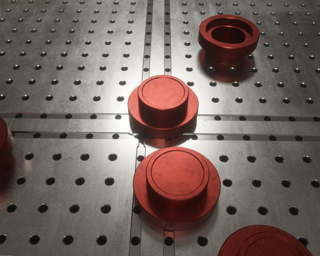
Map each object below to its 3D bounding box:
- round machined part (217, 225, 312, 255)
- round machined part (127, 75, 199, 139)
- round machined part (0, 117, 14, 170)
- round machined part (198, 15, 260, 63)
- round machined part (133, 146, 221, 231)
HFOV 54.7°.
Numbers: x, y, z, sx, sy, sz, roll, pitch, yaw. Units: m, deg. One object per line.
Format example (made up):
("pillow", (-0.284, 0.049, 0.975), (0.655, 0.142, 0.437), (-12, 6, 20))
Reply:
("round machined part", (0.101, 0.136, 0.284), (0.099, 0.042, 0.098), (0, 50, 0))
("round machined part", (0.004, -0.036, 0.427), (0.099, 0.042, 0.098), (0, 50, 0))
("round machined part", (-0.226, 0.028, 0.370), (0.099, 0.042, 0.098), (0, 50, 0))
("round machined part", (0.113, -0.146, 0.521), (0.099, 0.042, 0.098), (0, 50, 0))
("round machined part", (0.019, 0.060, 0.347), (0.099, 0.042, 0.098), (0, 50, 0))
